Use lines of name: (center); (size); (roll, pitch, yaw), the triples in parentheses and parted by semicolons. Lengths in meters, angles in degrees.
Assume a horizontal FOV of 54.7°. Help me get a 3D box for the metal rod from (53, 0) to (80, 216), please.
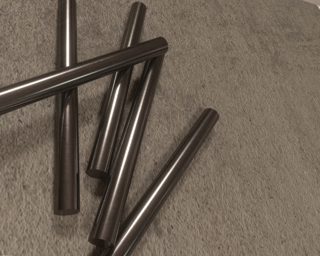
metal rod: (-0.112, -0.048, 0.373); (0.025, 0.025, 0.299); (6, 59, -26)

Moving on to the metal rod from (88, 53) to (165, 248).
metal rod: (-0.029, -0.006, 0.384); (0.025, 0.025, 0.300); (24, 50, -14)

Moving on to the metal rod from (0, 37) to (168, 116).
metal rod: (-0.100, -0.058, 0.352); (0.302, 0.025, 0.025); (-30, 79, -38)

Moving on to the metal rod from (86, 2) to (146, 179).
metal rod: (-0.051, -0.072, 0.421); (0.025, 0.025, 0.300); (20, 54, -17)

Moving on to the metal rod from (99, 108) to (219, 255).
metal rod: (0.001, 0.071, 0.362); (0.025, 0.025, 0.301); (41, 51, -1)
